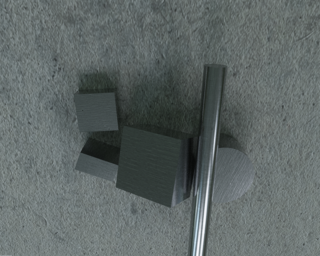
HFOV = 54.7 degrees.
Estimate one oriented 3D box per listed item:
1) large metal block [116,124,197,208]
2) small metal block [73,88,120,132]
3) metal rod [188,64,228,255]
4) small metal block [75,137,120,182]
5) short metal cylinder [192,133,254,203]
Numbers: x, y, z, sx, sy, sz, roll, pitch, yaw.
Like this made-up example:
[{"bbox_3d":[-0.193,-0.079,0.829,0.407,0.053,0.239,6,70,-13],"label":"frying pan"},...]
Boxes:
[{"bbox_3d":[-0.003,0.042,0.385,0.080,0.050,0.079,13,100,29],"label":"large metal block"},{"bbox_3d":[-0.080,-0.023,0.400,0.050,0.025,0.050,-3,110,0],"label":"small metal block"},{"bbox_3d":[0.054,0.073,0.383,0.025,0.025,0.298,2,110,-1],"label":"metal rod"},{"bbox_3d":[-0.079,0.041,0.410,0.050,0.050,0.025,20,109,-7],"label":"small metal block"},{"bbox_3d":[0.079,0.053,0.417,0.081,0.050,0.079,0,110,-1],"label":"short metal cylinder"}]
